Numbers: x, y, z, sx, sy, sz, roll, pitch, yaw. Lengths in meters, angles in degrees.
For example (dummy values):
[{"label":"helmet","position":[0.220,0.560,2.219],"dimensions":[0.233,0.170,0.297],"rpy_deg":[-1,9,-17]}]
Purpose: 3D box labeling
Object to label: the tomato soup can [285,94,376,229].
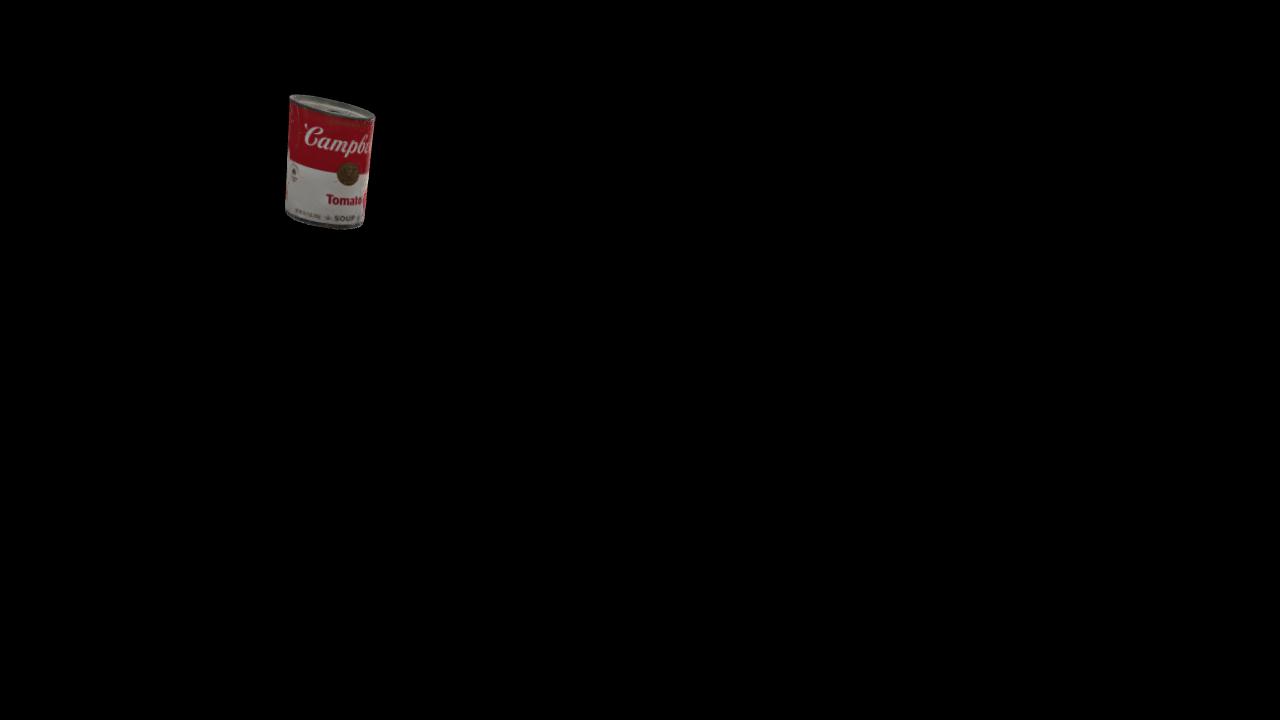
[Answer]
[{"label":"tomato soup can","position":[-0.278,-0.175,0.550],"dimensions":[0.068,0.101,0.068],"rpy_deg":[15,24,-7]}]
